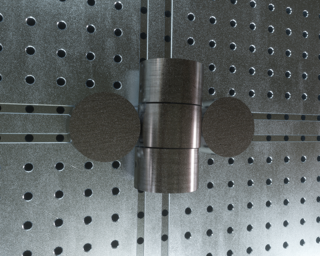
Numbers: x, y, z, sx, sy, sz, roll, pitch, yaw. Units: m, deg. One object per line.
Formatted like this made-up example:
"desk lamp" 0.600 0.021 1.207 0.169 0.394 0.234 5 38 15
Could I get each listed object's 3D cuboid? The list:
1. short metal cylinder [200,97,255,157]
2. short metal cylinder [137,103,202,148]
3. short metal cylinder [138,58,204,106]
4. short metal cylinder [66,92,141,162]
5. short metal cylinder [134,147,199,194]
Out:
"short metal cylinder" 0.082 -0.001 0.430 0.081 0.050 0.079 0 90 -21
"short metal cylinder" 0.012 -0.002 0.388 0.081 0.080 0.050 2 90 -20
"short metal cylinder" 0.014 -0.054 0.389 0.081 0.080 0.050 3 89 -20
"short metal cylinder" -0.069 -0.001 0.374 0.081 0.050 0.079 0 90 -21
"short metal cylinder" 0.008 0.049 0.387 0.081 0.080 0.050 1 90 -20
